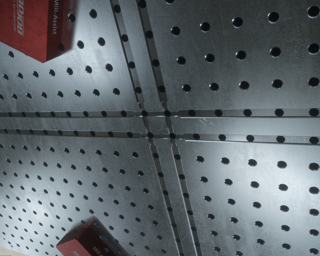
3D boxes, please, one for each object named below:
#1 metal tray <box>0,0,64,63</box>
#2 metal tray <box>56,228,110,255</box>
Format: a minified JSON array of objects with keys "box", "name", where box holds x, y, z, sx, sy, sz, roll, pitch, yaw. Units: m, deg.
[{"box":[-0.171,-0.161,0.400,0.090,0.030,0.129,27,128,11],"name":"metal tray"},{"box":[-0.151,0.279,0.661,0.090,0.030,0.130,-32,101,38],"name":"metal tray"}]
